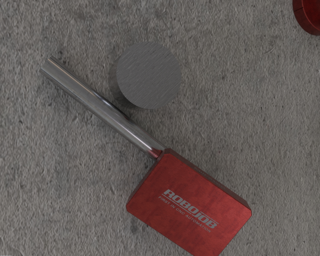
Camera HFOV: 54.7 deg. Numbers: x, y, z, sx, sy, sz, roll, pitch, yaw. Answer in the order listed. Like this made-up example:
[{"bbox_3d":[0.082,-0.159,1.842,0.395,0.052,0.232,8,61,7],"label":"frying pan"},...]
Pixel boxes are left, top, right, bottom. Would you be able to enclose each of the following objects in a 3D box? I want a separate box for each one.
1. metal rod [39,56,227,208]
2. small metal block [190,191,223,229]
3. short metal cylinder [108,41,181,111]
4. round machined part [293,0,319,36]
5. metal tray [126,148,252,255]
[{"bbox_3d":[-0.021,0.017,0.401,0.301,0.025,0.025,39,78,-16],"label":"metal rod"},{"bbox_3d":[0.055,0.110,0.414,0.050,0.025,0.050,-20,112,5],"label":"small metal block"},{"bbox_3d":[-0.020,-0.062,0.388,0.081,0.050,0.080,0,90,-20],"label":"short metal cylinder"},{"bbox_3d":[0.267,-0.203,0.499,0.099,0.042,0.097,0,90,-20],"label":"round machined part"},{"bbox_3d":[0.035,0.098,0.389,0.130,0.030,0.090,35,99,-4],"label":"metal tray"}]
